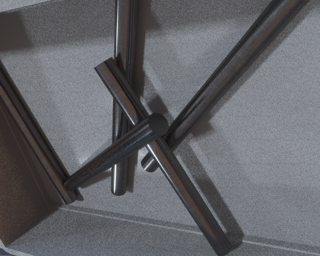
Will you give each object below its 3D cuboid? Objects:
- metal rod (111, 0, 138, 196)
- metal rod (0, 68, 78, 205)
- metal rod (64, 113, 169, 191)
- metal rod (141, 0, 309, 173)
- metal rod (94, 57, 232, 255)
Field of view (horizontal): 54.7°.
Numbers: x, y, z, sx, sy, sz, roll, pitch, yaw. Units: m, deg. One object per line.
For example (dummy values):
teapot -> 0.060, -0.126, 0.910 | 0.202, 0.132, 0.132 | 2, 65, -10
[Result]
metal rod -> -0.052, -0.021, 0.421 | 0.025, 0.025, 0.298 | 19, 126, 17
metal rod -> -0.222, 0.005, 0.525 | 0.025, 0.025, 0.299 | -12, 113, 33
metal rod -> -0.080, 0.048, 0.438 | 0.025, 0.025, 0.299 | 49, 141, -6
metal rod -> 0.056, -0.037, 0.355 | 0.025, 0.025, 0.298 | 39, 129, 1
metal rod -> 0.011, 0.046, 0.396 | 0.025, 0.025, 0.299 | -22, 107, 36
